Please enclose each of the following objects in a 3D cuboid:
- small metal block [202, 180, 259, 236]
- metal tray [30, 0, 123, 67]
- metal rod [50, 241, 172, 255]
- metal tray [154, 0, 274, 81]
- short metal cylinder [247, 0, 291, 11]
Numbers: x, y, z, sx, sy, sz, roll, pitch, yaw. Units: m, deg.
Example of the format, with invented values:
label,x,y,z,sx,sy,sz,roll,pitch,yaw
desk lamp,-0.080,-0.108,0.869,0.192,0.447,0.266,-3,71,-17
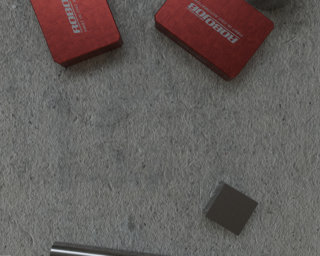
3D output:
label,x,y,z,sx,sy,sz,roll,pitch,yaw
small metal block,0.093,0.105,0.411,0.050,0.025,0.050,31,90,-1
metal tray,-0.114,-0.156,0.406,0.090,0.030,0.129,-21,90,-1
metal rod,0.009,0.182,0.410,0.302,0.025,0.025,8,90,-1
metal tray,0.069,-0.136,0.408,0.130,0.030,0.090,37,90,-1
short metal cylinder,0.149,-0.201,0.399,0.081,0.050,0.079,0,90,-1
